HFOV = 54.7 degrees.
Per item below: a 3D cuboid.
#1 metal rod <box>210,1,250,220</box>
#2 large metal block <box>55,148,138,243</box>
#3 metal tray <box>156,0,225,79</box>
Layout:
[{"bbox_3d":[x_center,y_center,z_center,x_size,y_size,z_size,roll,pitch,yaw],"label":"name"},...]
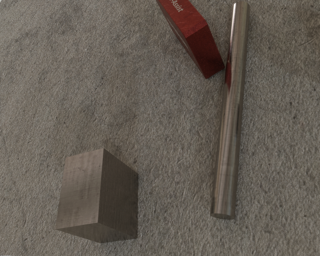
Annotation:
[{"bbox_3d":[0.090,-0.041,0.381,0.025,0.025,0.299,-3,60,26],"label":"metal rod"},{"bbox_3d":[-0.066,0.080,0.353,0.050,0.080,0.080,-15,56,20],"label":"large metal block"},{"bbox_3d":[0.037,-0.139,0.426,0.030,0.090,0.130,-31,52,8],"label":"metal tray"}]
